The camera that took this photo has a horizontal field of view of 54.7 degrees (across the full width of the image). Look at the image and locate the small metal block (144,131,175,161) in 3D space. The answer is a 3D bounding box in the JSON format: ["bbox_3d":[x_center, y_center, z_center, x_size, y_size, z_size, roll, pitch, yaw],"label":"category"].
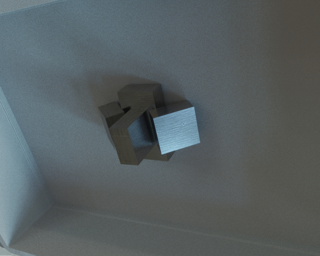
[{"bbox_3d":[-0.011,0.016,0.421,0.050,0.025,0.050,3,120,27],"label":"small metal block"}]

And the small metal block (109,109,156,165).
[{"bbox_3d":[-0.032,0.010,0.380,0.025,0.050,0.050,0,119,27],"label":"small metal block"}]

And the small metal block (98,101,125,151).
[{"bbox_3d":[-0.060,-0.003,0.419,0.050,0.025,0.050,-137,29,-60],"label":"small metal block"}]

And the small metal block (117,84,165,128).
[{"bbox_3d":[-0.022,-0.028,0.399,0.050,0.025,0.050,2,120,26],"label":"small metal block"}]

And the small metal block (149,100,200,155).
[{"bbox_3d":[0.018,-0.001,0.381,0.050,0.025,0.050,-17,117,-8],"label":"small metal block"}]
